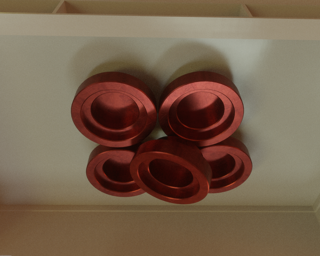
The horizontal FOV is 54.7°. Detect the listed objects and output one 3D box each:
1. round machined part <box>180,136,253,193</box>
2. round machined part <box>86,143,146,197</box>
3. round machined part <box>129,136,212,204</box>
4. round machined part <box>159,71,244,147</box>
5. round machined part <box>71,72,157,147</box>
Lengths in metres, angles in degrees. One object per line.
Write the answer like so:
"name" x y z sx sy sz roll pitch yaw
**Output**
"round machined part" 0.076 0.045 0.435 0.099 0.042 0.097 -1 130 0
"round machined part" -0.052 0.051 0.439 0.099 0.042 0.097 -1 130 0
"round machined part" 0.016 0.048 0.381 0.098 0.042 0.097 13 137 13
"round machined part" 0.047 -0.026 0.374 0.099 0.042 0.097 -1 130 0
"round machined part" -0.053 -0.026 0.373 0.099 0.042 0.097 -1 130 0
